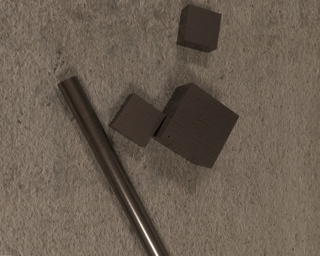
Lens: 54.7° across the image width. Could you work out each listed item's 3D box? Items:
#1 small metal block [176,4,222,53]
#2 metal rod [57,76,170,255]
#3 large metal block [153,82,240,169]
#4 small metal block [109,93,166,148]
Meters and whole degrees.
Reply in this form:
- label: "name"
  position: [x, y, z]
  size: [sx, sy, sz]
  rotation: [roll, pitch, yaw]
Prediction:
- label: "small metal block"
  position: [0.054, -0.137, 0.430]
  size: [0.050, 0.025, 0.050]
  rotation: [9, 87, -20]
- label: "metal rod"
  position: [-0.046, 0.076, 0.392]
  size: [0.025, 0.025, 0.299]
  rotation: [-29, 100, -18]
- label: "large metal block"
  position: [0.045, -0.002, 0.413]
  size: [0.080, 0.050, 0.080]
  rotation: [33, 79, -18]
- label: "small metal block"
  position: [-0.030, -0.010, 0.399]
  size: [0.050, 0.025, 0.050]
  rotation: [35, 79, -17]
